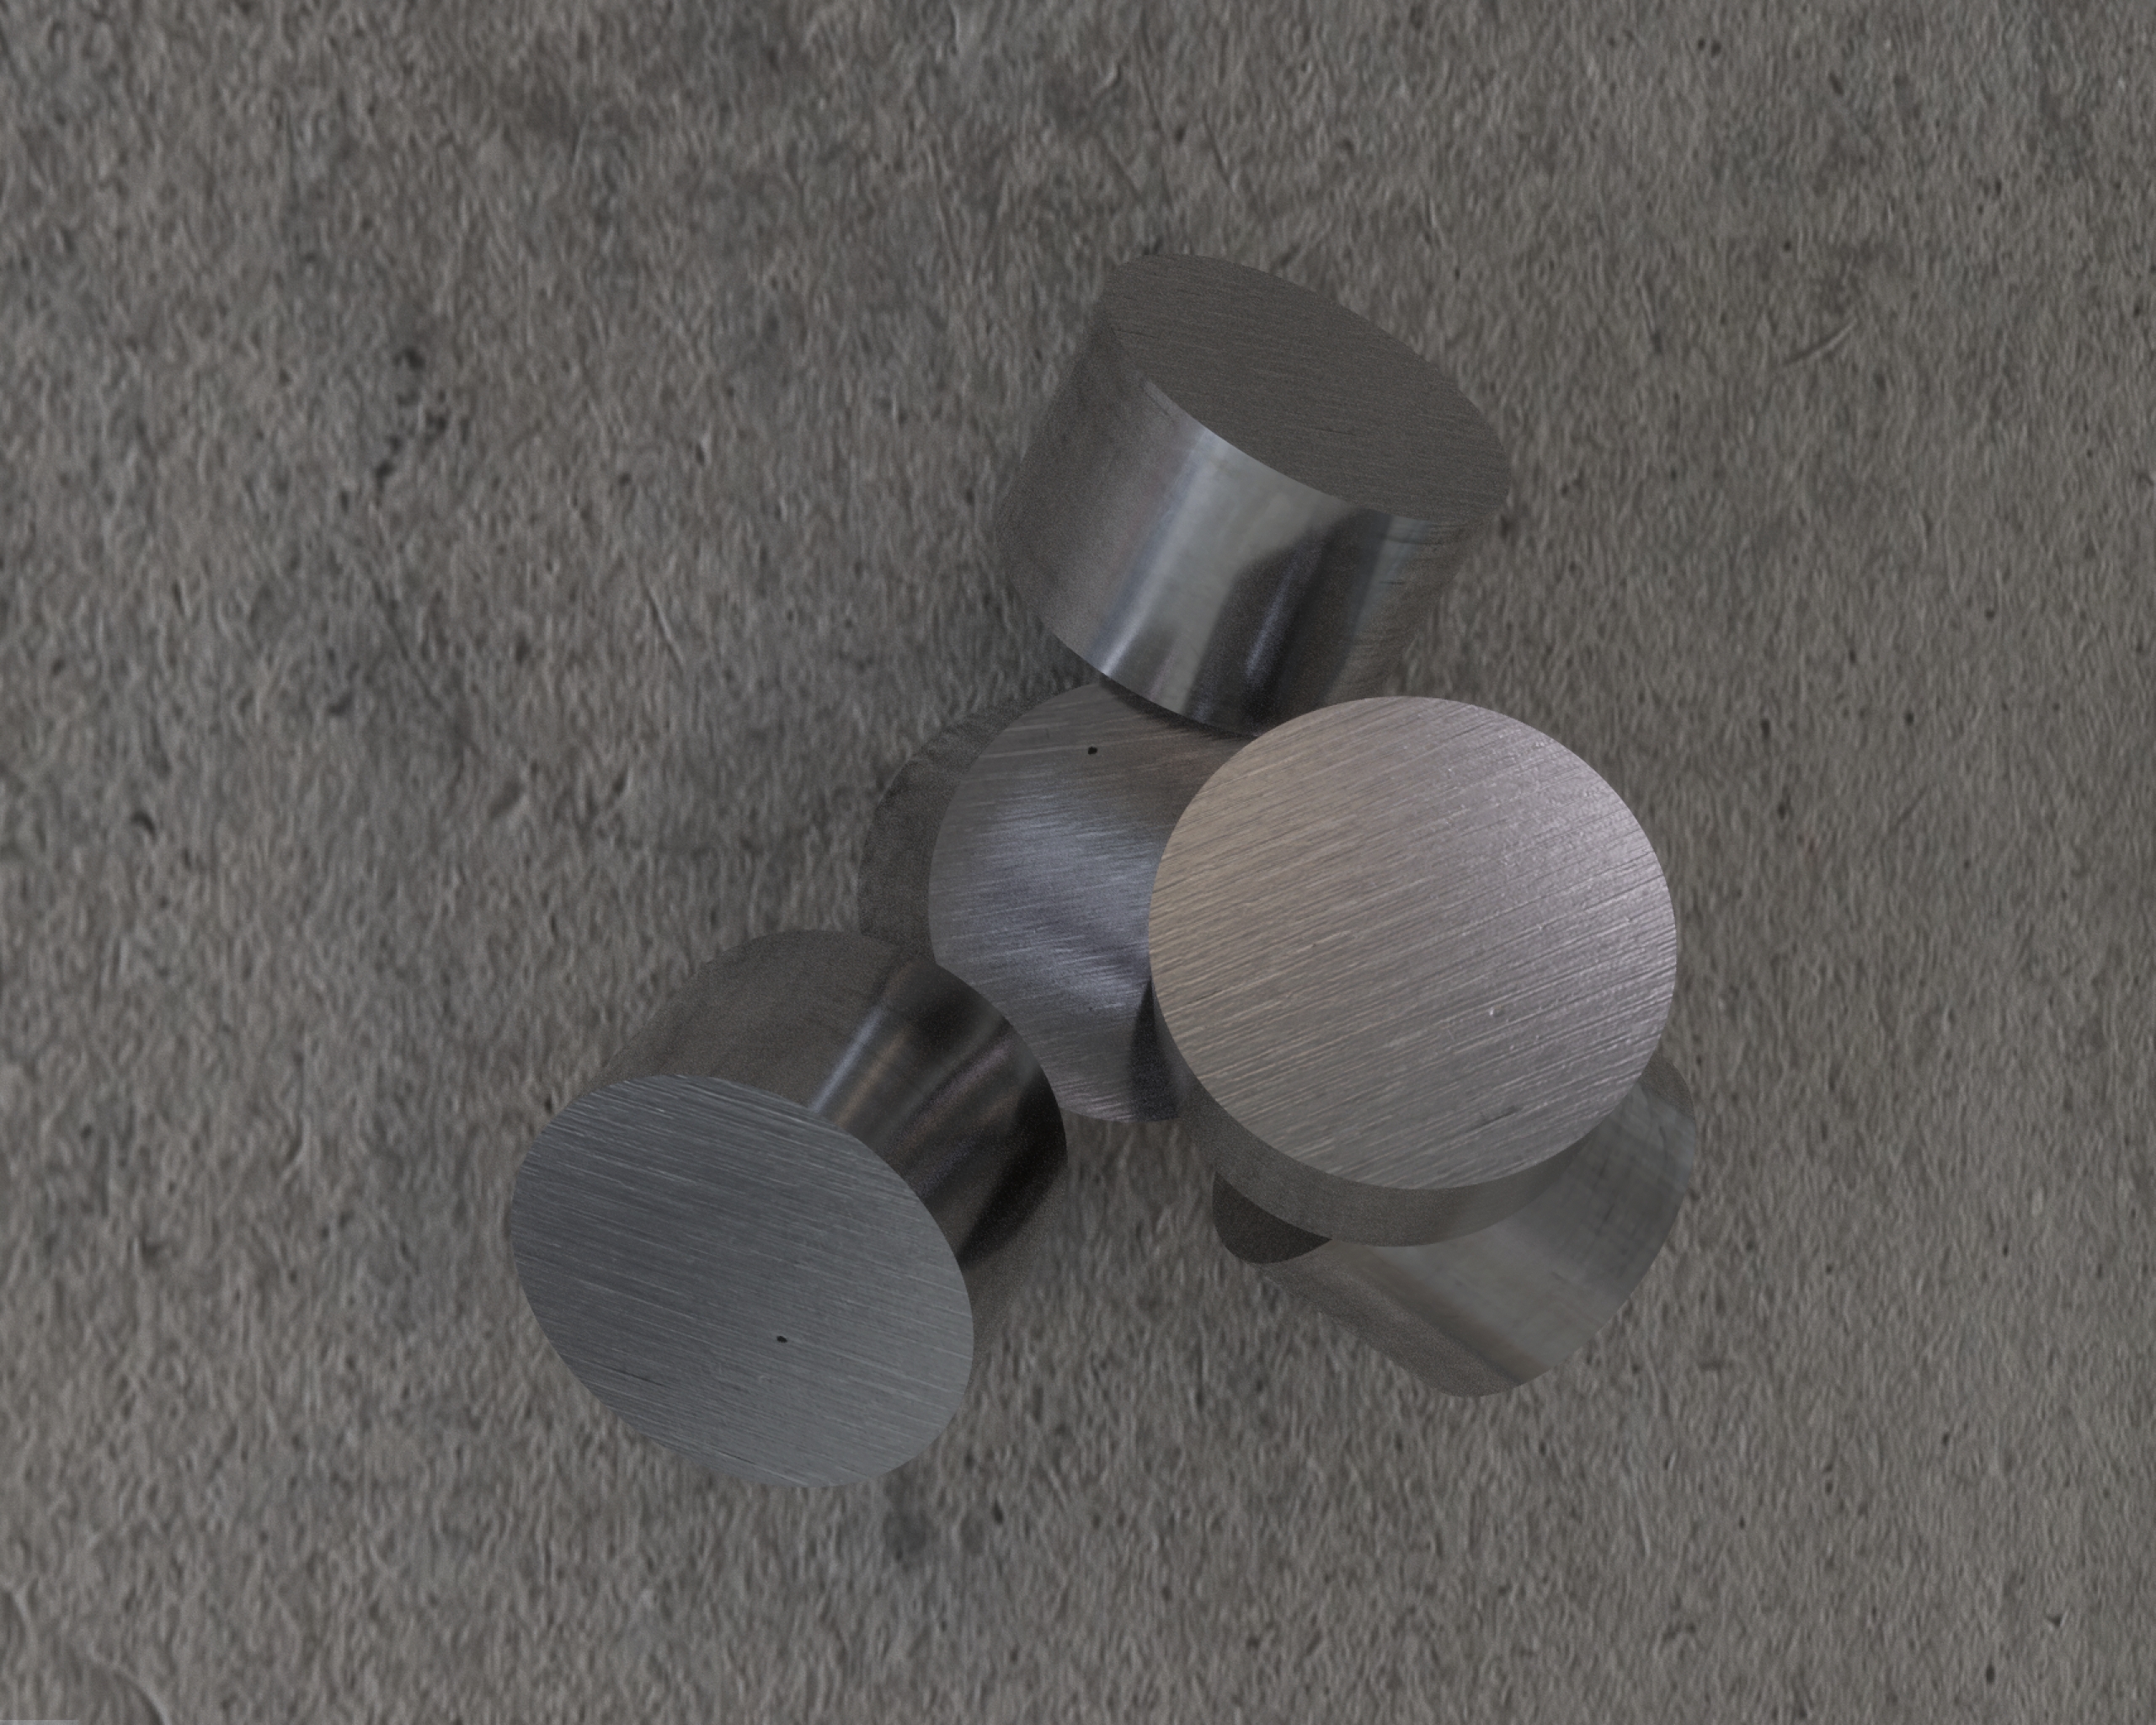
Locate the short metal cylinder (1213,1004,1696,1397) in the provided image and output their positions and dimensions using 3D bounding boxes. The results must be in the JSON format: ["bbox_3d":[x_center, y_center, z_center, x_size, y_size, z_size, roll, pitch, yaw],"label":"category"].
[{"bbox_3d":[0.072,0.056,0.406,0.050,0.080,0.080,36,78,-17],"label":"short metal cylinder"}]

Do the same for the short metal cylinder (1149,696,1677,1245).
[{"bbox_3d":[0.053,0.019,0.344,0.080,0.050,0.080,-1,70,3],"label":"short metal cylinder"}]

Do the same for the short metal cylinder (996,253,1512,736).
[{"bbox_3d":[0.032,-0.068,0.385,0.081,0.080,0.050,14,129,-20],"label":"short metal cylinder"}]

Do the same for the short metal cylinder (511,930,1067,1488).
[{"bbox_3d":[-0.048,0.058,0.356,0.080,0.050,0.079,7,117,15],"label":"short metal cylinder"}]

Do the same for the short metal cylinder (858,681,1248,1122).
[{"bbox_3d":[0.004,0.007,0.397,0.081,0.050,0.080,0,90,-20],"label":"short metal cylinder"}]
